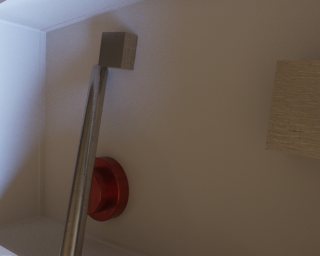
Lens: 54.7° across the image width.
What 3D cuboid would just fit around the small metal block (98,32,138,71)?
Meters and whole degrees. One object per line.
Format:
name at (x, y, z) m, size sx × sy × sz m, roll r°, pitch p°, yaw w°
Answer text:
small metal block at (-0.062, -0.113, 0.456) m, size 0.050 × 0.025 × 0.050 m, roll 14°, pitch 99°, yaw 38°

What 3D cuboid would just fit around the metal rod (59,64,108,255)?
metal rod at (-0.099, 0.040, 0.413) m, size 0.025 × 0.025 × 0.299 m, roll -22°, pitch 54°, yaw 37°

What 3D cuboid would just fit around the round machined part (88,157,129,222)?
round machined part at (-0.097, 0.094, 0.473) m, size 0.098 × 0.042 × 0.097 m, roll 0°, pitch 90°, yaw 39°

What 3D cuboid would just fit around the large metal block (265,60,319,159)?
large metal block at (0.146, -0.015, 0.270) m, size 0.080 × 0.050 × 0.079 m, roll 10°, pitch 96°, yaw 39°
